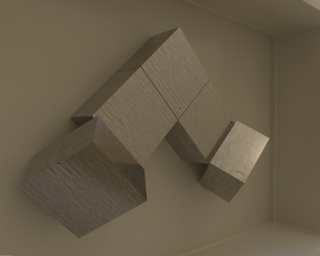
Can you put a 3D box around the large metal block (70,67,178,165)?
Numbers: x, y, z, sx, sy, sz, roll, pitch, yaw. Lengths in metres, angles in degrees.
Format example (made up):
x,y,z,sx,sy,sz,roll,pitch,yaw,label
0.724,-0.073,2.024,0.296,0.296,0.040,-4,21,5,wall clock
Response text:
x,y,z,sx,sy,sz,roll,pitch,yaw,label
-0.038,-0.011,0.356,0.080,0.050,0.080,-51,120,-27,large metal block

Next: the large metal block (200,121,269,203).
x,y,z,sx,sy,sz,roll,pitch,yaw,label
0.106,0.050,0.449,0.080,0.050,0.080,-51,164,-27,large metal block

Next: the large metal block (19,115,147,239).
x,y,z,sx,sy,sz,roll,pitch,yaw,label
-0.070,0.048,0.301,0.080,0.050,0.080,-31,117,10,large metal block

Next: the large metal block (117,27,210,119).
x,y,z,sx,sy,sz,roll,pitch,yaw,label
0.007,-0.067,0.393,0.080,0.050,0.080,-51,120,-27,large metal block

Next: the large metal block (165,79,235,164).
x,y,z,sx,sy,sz,roll,pitch,yaw,label
0.050,-0.009,0.429,0.080,0.050,0.080,-51,120,-27,large metal block
